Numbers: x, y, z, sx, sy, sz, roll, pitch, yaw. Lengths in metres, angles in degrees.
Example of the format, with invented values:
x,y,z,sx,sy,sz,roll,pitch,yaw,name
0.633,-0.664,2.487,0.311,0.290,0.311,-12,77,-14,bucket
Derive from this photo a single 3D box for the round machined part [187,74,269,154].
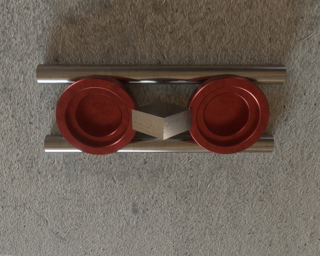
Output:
x,y,z,sx,sy,sz,roll,pitch,yaw,name
0.082,-0.020,0.390,0.099,0.042,0.097,0,110,0,round machined part

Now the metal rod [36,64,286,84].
x,y,z,sx,sy,sz,roll,pitch,yaw,name
0.002,-0.067,0.386,0.302,0.025,0.025,0,110,-1,metal rod

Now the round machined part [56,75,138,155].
x,y,z,sx,sy,sz,roll,pitch,yaw,name
-0.075,-0.019,0.390,0.099,0.042,0.097,0,110,0,round machined part

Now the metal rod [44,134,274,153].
x,y,z,sx,sy,sz,roll,pitch,yaw,name
-0.001,0.021,0.418,0.302,0.025,0.025,0,110,-1,metal rod

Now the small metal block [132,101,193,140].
x,y,z,sx,sy,sz,roll,pitch,yaw,name
0.003,-0.011,0.366,0.050,0.050,0.025,17,116,40,small metal block
